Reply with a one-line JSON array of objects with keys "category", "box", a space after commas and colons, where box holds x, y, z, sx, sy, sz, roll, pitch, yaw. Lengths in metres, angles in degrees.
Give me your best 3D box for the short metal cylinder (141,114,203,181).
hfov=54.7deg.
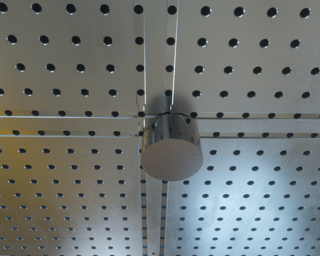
[{"category": "short metal cylinder", "box": [0.016, 0.027, 0.419, 0.081, 0.050, 0.079, 0, 130, 0]}]
